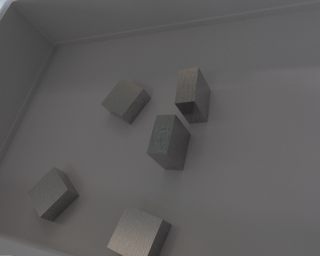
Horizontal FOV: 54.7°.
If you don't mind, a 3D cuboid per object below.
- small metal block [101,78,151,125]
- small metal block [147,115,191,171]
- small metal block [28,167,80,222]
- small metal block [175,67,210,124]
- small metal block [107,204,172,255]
[{"bbox_3d":[-0.050,-0.040,0.457,0.050,0.025,0.050,29,78,37],"label":"small metal block"},{"bbox_3d":[0.012,0.018,0.372,0.025,0.050,0.050,0,62,28],"label":"small metal block"},{"bbox_3d":[-0.147,0.091,0.427,0.050,0.025,0.050,-45,51,-3],"label":"small metal block"},{"bbox_3d":[0.043,-0.040,0.392,0.025,0.050,0.050,-5,60,26],"label":"small metal block"},{"bbox_3d":[-0.022,0.120,0.344,0.050,0.025,0.050,13,68,33],"label":"small metal block"}]
